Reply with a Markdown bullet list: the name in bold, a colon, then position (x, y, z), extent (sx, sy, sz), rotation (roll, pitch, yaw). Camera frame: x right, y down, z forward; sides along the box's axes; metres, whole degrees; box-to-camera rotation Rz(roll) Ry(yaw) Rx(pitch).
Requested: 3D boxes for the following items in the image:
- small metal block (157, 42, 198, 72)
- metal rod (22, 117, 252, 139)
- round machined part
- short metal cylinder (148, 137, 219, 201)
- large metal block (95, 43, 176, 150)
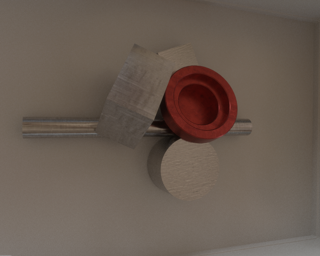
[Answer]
- **small metal block**: position (0.023, -0.082, 0.419), extent (0.050, 0.025, 0.050), rotation (-22, 98, -19)
- **metal rod**: position (-0.013, -0.001, 0.403), extent (0.303, 0.025, 0.025), rotation (0, 90, -21)
- **round machined part**: position (0.046, -0.027, 0.398), extent (0.099, 0.042, 0.098), rotation (6, 70, -18)
- **short metal cylinder**: position (0.030, 0.050, 0.407), extent (0.081, 0.050, 0.079), rotation (0, 90, -21)
- **large metal block**: position (-0.030, -0.033, 0.354), extent (0.050, 0.080, 0.080), rotation (25, 59, -8)
